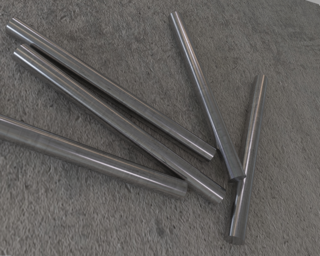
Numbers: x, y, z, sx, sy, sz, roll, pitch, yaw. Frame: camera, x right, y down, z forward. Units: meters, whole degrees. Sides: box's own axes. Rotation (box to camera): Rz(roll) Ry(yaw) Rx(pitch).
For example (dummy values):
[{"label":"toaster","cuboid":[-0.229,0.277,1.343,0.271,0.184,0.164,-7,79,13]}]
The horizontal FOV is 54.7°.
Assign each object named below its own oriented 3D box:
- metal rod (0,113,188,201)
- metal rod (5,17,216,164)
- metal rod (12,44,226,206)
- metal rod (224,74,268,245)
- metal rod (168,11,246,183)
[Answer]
[{"label":"metal rod","cuboid":[-0.108,0.021,0.332,0.302,0.025,0.025,22,54,-15]},{"label":"metal rod","cuboid":[-0.057,-0.044,0.399,0.301,0.025,0.025,33,51,-7]},{"label":"metal rod","cuboid":[-0.046,-0.001,0.379,0.301,0.025,0.025,36,51,-4]},{"label":"metal rod","cuboid":[0.134,0.024,0.460,0.025,0.025,0.300,30,52,-9]},{"label":"metal rod","cuboid":[0.062,-0.062,0.466,0.025,0.025,0.299,0,59,-28]}]
